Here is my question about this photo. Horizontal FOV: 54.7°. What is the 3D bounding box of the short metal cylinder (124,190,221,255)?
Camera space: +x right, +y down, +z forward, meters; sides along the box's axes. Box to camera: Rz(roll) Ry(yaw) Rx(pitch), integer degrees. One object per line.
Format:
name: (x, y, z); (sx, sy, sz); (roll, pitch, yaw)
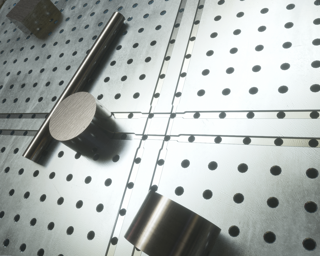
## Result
short metal cylinder: (0.012, 0.103, 0.303); (0.080, 0.080, 0.050); (19, 72, 35)

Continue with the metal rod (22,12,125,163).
metal rod: (-0.140, -0.078, 0.529); (0.025, 0.025, 0.300); (15, 69, 34)

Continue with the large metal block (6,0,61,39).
large metal block: (-0.287, -0.258, 0.702); (0.080, 0.050, 0.080); (28, 77, 37)

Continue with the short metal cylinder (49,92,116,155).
short metal cylinder: (-0.113, -0.006, 0.456); (0.080, 0.050, 0.080); (-13, 56, 21)
